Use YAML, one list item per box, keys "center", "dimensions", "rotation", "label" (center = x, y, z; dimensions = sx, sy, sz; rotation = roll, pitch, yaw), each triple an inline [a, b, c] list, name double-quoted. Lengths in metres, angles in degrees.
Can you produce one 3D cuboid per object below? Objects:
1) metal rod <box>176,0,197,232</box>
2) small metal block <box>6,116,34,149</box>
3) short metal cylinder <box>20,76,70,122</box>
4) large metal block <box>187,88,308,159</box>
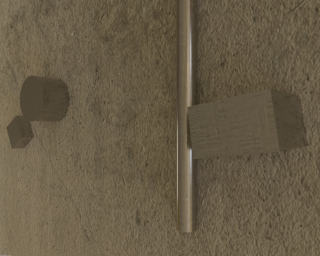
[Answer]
- center: [0.032, -0.027, 0.376]
  dimensions: [0.025, 0.025, 0.298]
  rotation: [0, 90, 39]
  label: "metal rod"
- center: [-0.289, 0.009, 0.639]
  dimensions: [0.050, 0.025, 0.050]
  rotation: [-36, 68, 34]
  label: "small metal block"
- center: [-0.208, -0.051, 0.557]
  dimensions: [0.080, 0.050, 0.079]
  rotation: [0, 90, 39]
  label: "short metal cylinder"
- center: [0.085, -0.001, 0.298]
  dimensions: [0.080, 0.081, 0.050]
  rotation: [-11, 83, 39]
  label: "large metal block"
